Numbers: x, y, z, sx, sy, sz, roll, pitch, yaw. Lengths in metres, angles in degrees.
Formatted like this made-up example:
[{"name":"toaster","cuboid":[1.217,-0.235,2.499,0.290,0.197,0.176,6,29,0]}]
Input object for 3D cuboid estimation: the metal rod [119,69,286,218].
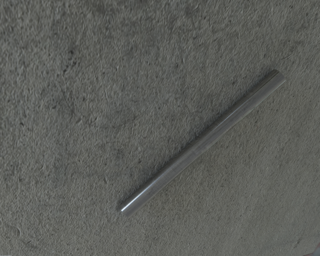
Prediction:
[{"name":"metal rod","cuboid":[0.061,0.023,0.453,0.300,0.025,0.025,-41,129,0]}]
